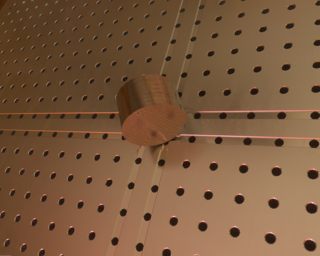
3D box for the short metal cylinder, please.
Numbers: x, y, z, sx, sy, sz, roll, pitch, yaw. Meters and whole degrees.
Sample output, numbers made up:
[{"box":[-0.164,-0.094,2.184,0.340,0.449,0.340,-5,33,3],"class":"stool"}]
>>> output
[{"box":[-0.012,-0.021,0.392,0.080,0.080,0.050,-25,52,13],"class":"short metal cylinder"}]
